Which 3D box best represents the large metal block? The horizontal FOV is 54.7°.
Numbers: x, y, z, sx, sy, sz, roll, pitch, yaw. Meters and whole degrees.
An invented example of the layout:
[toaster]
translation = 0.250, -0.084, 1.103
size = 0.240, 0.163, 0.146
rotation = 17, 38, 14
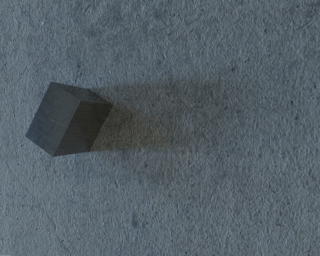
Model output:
[large metal block]
translation = -0.120, -0.011, 0.422
size = 0.050, 0.080, 0.080
rotation = 32, 100, 17
